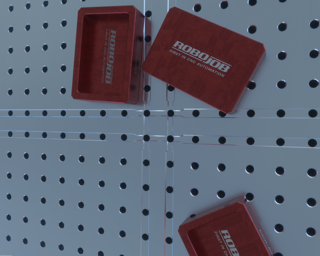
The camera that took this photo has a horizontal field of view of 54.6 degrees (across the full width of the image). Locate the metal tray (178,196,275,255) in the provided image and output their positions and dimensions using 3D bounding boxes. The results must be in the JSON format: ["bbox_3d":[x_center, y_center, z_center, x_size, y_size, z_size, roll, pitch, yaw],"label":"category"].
[{"bbox_3d":[0.091,0.162,0.377,0.090,0.030,0.130,-29,81,17],"label":"metal tray"}]

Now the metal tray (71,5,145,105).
[{"bbox_3d":[-0.074,-0.101,0.436,0.090,0.030,0.129,6,92,20],"label":"metal tray"}]

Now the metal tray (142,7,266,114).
[{"bbox_3d":[0.053,-0.085,0.391,0.130,0.030,0.090,30,100,17],"label":"metal tray"}]
